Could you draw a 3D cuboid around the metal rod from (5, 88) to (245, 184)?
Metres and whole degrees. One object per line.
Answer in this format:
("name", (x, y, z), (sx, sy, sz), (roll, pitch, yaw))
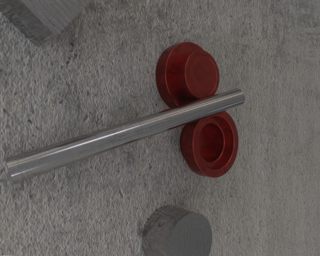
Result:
("metal rod", (-0.015, -0.002, 0.361), (0.302, 0.025, 0.025), (-19, 102, -29))

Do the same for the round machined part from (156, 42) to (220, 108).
("round machined part", (0.045, -0.071, 0.431), (0.099, 0.042, 0.097), (0, 90, -40))

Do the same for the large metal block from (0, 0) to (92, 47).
("large metal block", (-0.113, -0.138, 0.293), (0.080, 0.050, 0.080), (48, 62, -30))

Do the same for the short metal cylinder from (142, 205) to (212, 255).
("short metal cylinder", (0.023, 0.147, 0.408), (0.081, 0.050, 0.079), (0, 90, -40))

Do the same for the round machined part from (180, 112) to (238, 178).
("round machined part", (0.067, 0.021, 0.450), (0.099, 0.042, 0.097), (0, 90, -40))
